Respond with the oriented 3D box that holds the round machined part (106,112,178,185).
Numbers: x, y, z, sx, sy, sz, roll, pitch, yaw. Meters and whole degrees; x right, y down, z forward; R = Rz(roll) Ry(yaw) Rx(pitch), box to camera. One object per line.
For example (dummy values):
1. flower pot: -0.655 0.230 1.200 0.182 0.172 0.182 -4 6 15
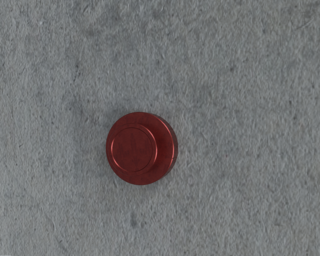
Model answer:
1. round machined part: -0.029 0.027 0.409 0.098 0.042 0.097 0 90 19
